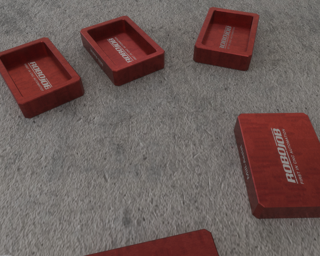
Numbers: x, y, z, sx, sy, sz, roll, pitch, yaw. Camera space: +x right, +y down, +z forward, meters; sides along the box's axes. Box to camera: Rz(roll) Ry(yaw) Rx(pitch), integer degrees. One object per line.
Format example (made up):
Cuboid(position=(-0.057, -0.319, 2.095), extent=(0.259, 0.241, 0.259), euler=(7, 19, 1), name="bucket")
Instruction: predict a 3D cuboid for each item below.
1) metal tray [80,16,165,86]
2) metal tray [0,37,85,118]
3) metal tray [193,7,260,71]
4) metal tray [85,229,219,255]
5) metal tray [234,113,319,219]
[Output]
Cuboid(position=(-0.063, -0.131, 0.509), extent=(0.091, 0.030, 0.130), euler=(-26, 55, -20), name="metal tray")
Cuboid(position=(-0.184, -0.080, 0.465), extent=(0.091, 0.030, 0.130), euler=(-28, 56, -22), name="metal tray")
Cuboid(position=(0.116, -0.156, 0.531), extent=(0.090, 0.030, 0.130), euler=(13, 51, 11), name="metal tray")
Cuboid(position=(-0.006, 0.150, 0.274), extent=(0.131, 0.030, 0.090), euler=(-10, 51, -8), name="metal tray")
Cuboid(position=(0.145, 0.039, 0.368), extent=(0.091, 0.030, 0.130), euler=(-1, 50, -1), name="metal tray")
